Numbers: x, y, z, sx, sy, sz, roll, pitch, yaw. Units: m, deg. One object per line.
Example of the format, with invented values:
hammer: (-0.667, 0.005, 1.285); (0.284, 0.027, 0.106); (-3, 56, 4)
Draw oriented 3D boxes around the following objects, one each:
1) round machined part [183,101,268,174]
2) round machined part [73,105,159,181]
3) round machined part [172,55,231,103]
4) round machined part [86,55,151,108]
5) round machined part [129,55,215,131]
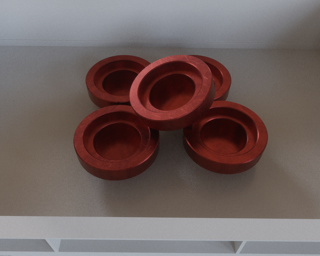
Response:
round machined part: (0.077, 0.015, 0.380); (0.099, 0.042, 0.098); (0, 50, 0)
round machined part: (-0.050, 0.021, 0.373); (0.099, 0.042, 0.098); (0, 50, 0)
round machined part: (0.048, -0.057, 0.441); (0.099, 0.042, 0.098); (0, 50, 0)
round machined part: (-0.052, -0.057, 0.439); (0.099, 0.042, 0.098); (0, 50, 0)
round machined part: (0.017, -0.037, 0.368); (0.098, 0.042, 0.098); (-10, 54, 15)
